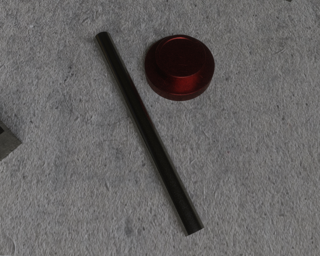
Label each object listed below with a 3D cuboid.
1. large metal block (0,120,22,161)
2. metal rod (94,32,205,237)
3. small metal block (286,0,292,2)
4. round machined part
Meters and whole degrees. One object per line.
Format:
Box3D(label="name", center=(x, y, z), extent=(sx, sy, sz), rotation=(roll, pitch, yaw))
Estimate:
Box3D(label="large metal block", center=(-0.240, 0.012, 0.387), extent=(0.080, 0.050, 0.080), rotation=(43, 75, 13))
Box3D(label="metal rod", center=(-0.022, -0.005, 0.409), extent=(0.025, 0.025, 0.299), rotation=(-24, 72, -9))
Box3D(label="small metal block", center=(0.200, -0.238, 0.498), extent=(0.050, 0.025, 0.050), rotation=(27, 72, 9))
Box3D(label="round machined part", center=(0.028, -0.090, 0.432), extent=(0.099, 0.042, 0.098), rotation=(0, 70, -1))
